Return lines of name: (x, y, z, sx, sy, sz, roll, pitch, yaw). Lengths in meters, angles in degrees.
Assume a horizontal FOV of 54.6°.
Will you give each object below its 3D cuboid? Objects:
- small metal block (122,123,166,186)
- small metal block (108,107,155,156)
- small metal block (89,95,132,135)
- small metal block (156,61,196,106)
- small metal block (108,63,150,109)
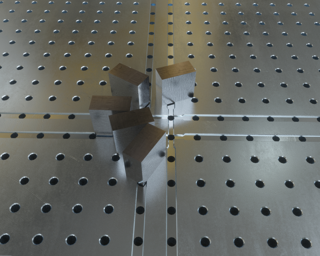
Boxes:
small metal block: (-0.017, 0.031, 0.365, 0.025, 0.050, 0.050, 26, 55, 20)
small metal block: (-0.034, 0.005, 0.388, 0.050, 0.050, 0.025, -13, 51, -11)
small metal block: (-0.061, -0.015, 0.404, 0.050, 0.050, 0.025, 2, 50, 1)
small metal block: (0.022, -0.064, 0.446, 0.050, 0.050, 0.025, -16, 52, -13)
small metal block: (-0.043, -0.057, 0.440, 0.050, 0.050, 0.025, 27, 55, 21)
